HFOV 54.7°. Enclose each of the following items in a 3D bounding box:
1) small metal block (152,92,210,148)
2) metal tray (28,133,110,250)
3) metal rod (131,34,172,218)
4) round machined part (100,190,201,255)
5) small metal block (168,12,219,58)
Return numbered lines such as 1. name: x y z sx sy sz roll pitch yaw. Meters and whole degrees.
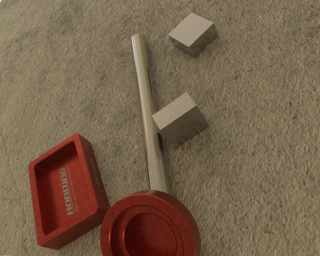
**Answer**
1. small metal block: 0.026 -0.008 0.378 0.050 0.050 0.025 -35 52 5
2. metal tray: -0.124 0.081 0.414 0.090 0.030 0.130 -32 52 7
3. metal rod: -0.016 -0.023 0.424 0.025 0.025 0.299 -20 54 16
4. round machined part: -0.006 0.110 0.310 0.098 0.042 0.097 0 91 21
5. small metal block: 0.049 -0.139 0.462 0.050 0.025 0.050 -45 51 -3
